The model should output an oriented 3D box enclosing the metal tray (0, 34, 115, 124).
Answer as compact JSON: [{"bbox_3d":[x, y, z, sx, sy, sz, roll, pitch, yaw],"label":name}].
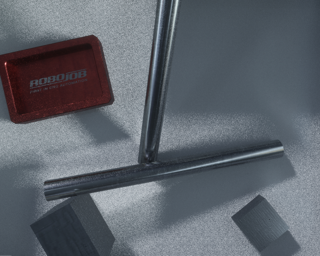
[{"bbox_3d":[-0.134,-0.062,0.407,0.131,0.030,0.089,-13,90,-1],"label":"metal tray"}]

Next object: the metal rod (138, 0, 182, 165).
[{"bbox_3d":[0.003,-0.085,0.344,0.025,0.025,0.298,8,118,-1],"label":"metal rod"}]

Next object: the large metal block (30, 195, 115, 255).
[{"bbox_3d":[-0.102,0.130,0.383,0.050,0.080,0.080,-30,90,0],"label":"large metal block"}]

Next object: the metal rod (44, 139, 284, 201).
[{"bbox_3d":[0.011,0.052,0.394,0.302,0.025,0.025,-9,90,-8],"label":"metal rod"}]

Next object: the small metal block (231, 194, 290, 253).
[{"bbox_3d":[0.133,0.126,0.413,0.050,0.025,0.050,-39,91,0],"label":"small metal block"}]
